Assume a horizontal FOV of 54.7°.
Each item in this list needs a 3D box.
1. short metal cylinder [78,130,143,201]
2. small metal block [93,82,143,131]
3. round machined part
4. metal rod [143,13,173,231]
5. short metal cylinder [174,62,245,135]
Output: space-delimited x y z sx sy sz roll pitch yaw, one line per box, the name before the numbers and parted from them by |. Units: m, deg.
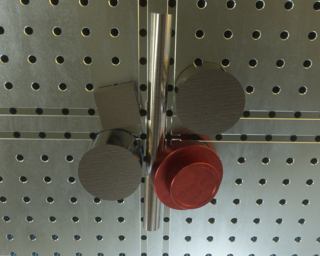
short metal cylinder | -0.063 0.049 0.413 0.081 0.050 0.079 0 110 0
small metal block | -0.053 -0.028 0.398 0.050 0.025 0.050 -11 110 3
round machined part | 0.040 0.069 0.413 0.099 0.042 0.097 -6 110 -15
metal rod | -0.005 0.007 0.411 0.025 0.025 0.298 3 110 -1
short metal cylinder | 0.059 -0.037 0.382 0.081 0.050 0.079 0 110 0
